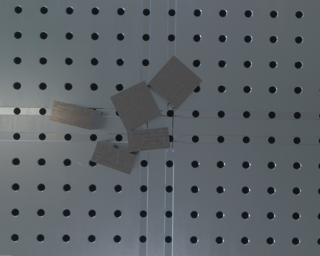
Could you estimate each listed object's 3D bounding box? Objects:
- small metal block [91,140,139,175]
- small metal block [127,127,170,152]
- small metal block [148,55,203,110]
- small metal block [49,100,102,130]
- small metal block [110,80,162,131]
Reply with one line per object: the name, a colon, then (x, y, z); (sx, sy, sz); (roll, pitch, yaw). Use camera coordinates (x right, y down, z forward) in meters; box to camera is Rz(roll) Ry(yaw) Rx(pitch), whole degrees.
small metal block: (-0.056, 0.036, 0.401); (0.050, 0.050, 0.025); (20, 90, 0)
small metal block: (-0.014, 0.014, 0.401); (0.050, 0.050, 0.025); (-7, 90, 0)
small metal block: (0.020, -0.059, 0.413); (0.050, 0.025, 0.050); (42, 90, 0)
small metal block: (-0.107, -0.016, 0.400); (0.050, 0.050, 0.025); (13, 90, 0)
small metal block: (-0.031, -0.029, 0.413); (0.050, 0.025, 0.050); (-26, 90, 0)
